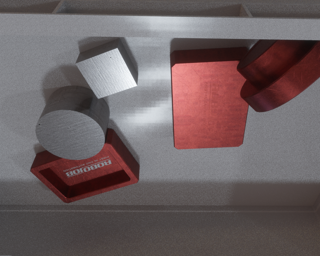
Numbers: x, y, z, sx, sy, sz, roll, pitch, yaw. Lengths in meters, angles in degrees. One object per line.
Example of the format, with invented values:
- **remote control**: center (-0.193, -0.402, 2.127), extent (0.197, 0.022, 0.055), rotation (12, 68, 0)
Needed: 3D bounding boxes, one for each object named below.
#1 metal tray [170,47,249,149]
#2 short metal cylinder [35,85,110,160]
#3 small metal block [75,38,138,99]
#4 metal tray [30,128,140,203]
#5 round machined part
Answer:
- **metal tray**: center (0.060, -0.031, 0.380), extent (0.091, 0.030, 0.129), rotation (-3, 130, 2)
- **short metal cylinder**: center (-0.106, -0.006, 0.386), extent (0.081, 0.050, 0.079), rotation (0, 130, 0)
- **small metal block**: center (-0.058, -0.067, 0.352), extent (0.050, 0.025, 0.050), rotation (-17, 129, 13)
- **metal tray**: center (-0.107, 0.059, 0.454), extent (0.130, 0.030, 0.090), rotation (-19, 128, 15)
- **round machined part**: center (0.110, -0.064, 0.283), extent (0.042, 0.098, 0.098), rotation (43, 120, -7)
